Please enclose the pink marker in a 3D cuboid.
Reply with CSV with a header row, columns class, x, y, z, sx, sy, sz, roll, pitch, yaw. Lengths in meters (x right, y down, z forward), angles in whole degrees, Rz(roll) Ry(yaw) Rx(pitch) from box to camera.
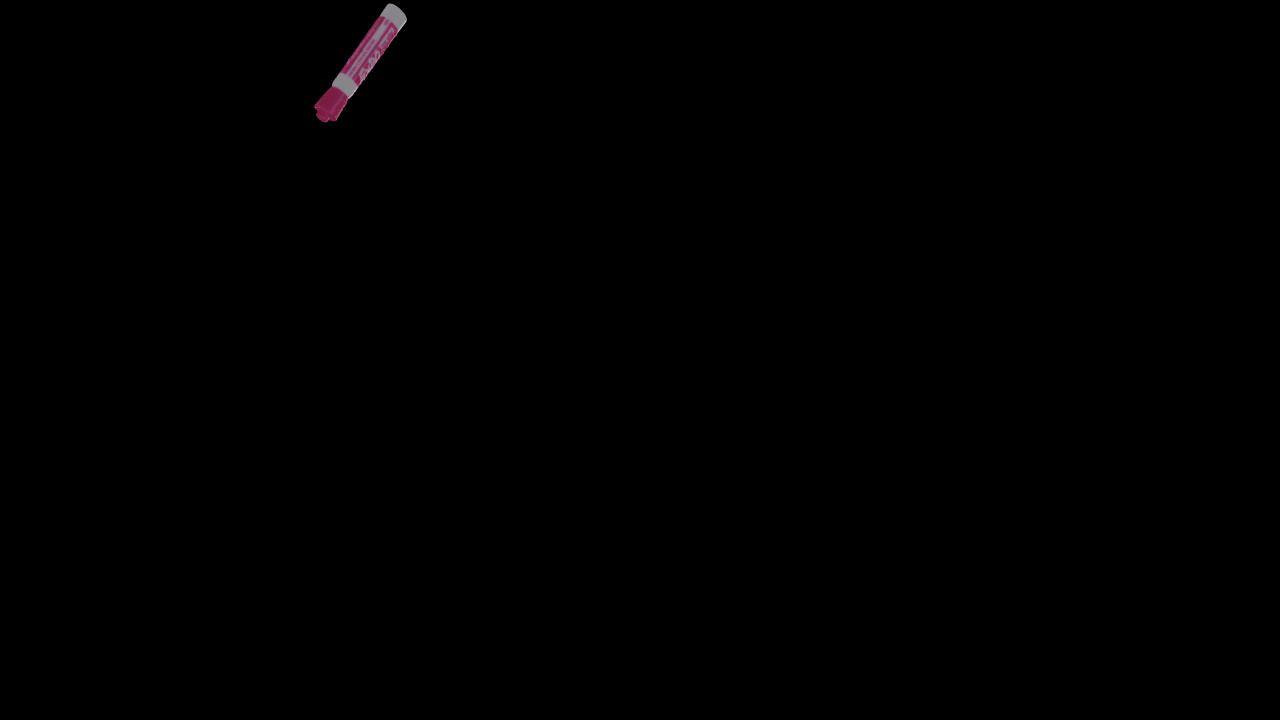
class,x,y,z,sx,sy,sz,roll,pitch,yaw
pink marker,-0.240,-0.254,0.528,0.020,0.121,0.020,25,-13,6
